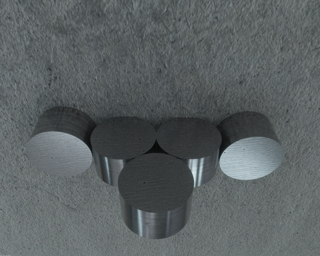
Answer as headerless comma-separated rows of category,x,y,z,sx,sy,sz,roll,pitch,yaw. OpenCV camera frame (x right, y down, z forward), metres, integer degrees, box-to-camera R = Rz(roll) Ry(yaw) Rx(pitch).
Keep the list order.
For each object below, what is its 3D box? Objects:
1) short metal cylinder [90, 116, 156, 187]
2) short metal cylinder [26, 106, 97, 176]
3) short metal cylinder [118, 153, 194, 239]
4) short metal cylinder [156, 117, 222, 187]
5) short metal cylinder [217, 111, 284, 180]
short metal cylinder,-0.045,0.029,0.397,0.081,0.080,0.050,0,130,0
short metal cylinder,-0.125,0.018,0.406,0.081,0.050,0.079,-1,130,0
short metal cylinder,-0.004,0.074,0.344,0.081,0.080,0.050,1,131,-1
short metal cylinder,0.036,0.029,0.398,0.081,0.080,0.050,0,129,0
short metal cylinder,0.116,0.024,0.413,0.081,0.050,0.079,-1,131,0
